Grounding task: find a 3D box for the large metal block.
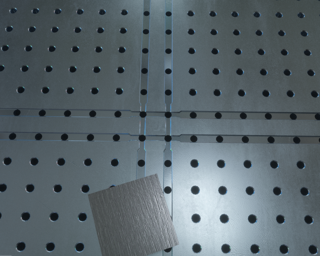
[{"bbox_3d":[-0.030,0.107,0.359,0.081,0.050,0.080,-16,71,-6],"label":"large metal block"}]
